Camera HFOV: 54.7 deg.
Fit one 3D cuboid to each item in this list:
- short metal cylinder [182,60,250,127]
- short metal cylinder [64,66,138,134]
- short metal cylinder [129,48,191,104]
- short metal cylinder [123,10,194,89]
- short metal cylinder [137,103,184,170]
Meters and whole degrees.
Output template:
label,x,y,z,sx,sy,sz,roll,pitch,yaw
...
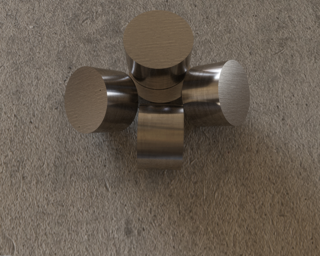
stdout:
label,x,y,z,sx,sy,sz,roll,pitch,yaw
short metal cylinder,0.072,-0.042,0.390,0.050,0.080,0.080,-2,64,41
short metal cylinder,-0.074,-0.034,0.386,0.080,0.050,0.079,2,93,38
short metal cylinder,0.000,-0.060,0.418,0.081,0.050,0.080,0,70,0
short metal cylinder,-0.002,-0.094,0.377,0.081,0.050,0.080,0,70,0
short metal cylinder,0.001,0.010,0.375,0.050,0.080,0.080,2,70,0
